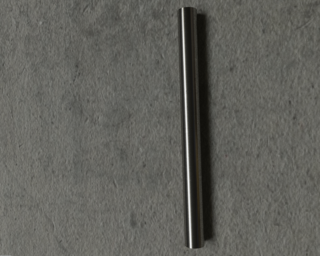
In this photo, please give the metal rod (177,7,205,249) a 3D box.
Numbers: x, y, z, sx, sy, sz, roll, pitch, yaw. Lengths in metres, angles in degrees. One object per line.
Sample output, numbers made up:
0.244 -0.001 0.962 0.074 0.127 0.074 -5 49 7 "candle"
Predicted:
0.039 -0.001 0.394 0.025 0.025 0.298 -2 89 19 "metal rod"
